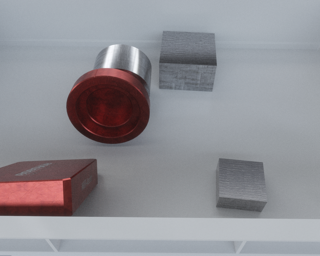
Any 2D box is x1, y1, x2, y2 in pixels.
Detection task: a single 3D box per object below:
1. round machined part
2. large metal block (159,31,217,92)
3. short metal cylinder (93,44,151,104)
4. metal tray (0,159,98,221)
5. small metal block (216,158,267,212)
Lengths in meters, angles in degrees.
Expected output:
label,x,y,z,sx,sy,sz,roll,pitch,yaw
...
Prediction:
label,x,y,z,sx,sy,sz,roll,pitch,yaw
round machined part,-0.061,-0.031,0.385,0.099,0.097,0.042,0,37,0
large metal block,0.042,-0.103,0.476,0.080,0.050,0.080,3,50,2
short metal cylinder,-0.053,-0.066,0.424,0.081,0.080,0.050,1,50,1
metal tray,-0.116,0.054,0.298,0.091,0.130,0.030,-2,91,-2
small metal block,0.091,0.064,0.352,0.050,0.025,0.050,5,50,4
